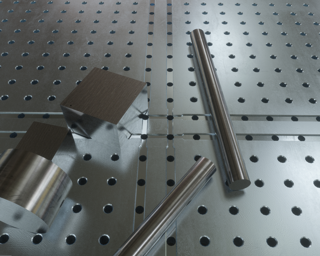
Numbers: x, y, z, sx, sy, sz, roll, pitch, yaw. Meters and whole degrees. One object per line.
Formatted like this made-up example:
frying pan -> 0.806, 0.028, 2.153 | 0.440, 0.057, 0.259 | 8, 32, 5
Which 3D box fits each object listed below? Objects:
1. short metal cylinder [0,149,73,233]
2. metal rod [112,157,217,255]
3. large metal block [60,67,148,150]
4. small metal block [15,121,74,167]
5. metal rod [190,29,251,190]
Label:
short metal cylinder -> -0.138, 0.066, 0.316 | 0.080, 0.080, 0.050 | 12, 51, 10
metal rod -> -0.039, 0.133, 0.295 | 0.025, 0.025, 0.301 | 32, 57, 24
large metal block -> -0.070, -0.028, 0.415 | 0.080, 0.050, 0.080 | 19, 53, 15
small metal block -> -0.144, 0.022, 0.388 | 0.050, 0.025, 0.050 | 11, 51, 9
metal rod -> 0.078, -0.050, 0.449 | 0.025, 0.025, 0.300 | -4, 50, -3
